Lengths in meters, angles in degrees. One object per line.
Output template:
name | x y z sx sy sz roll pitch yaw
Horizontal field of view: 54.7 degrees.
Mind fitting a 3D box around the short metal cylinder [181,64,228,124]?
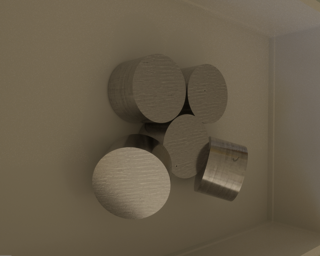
short metal cylinder | 0.049 -0.046 0.432 0.081 0.050 0.079 0 90 -40

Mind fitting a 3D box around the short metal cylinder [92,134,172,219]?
short metal cylinder | -0.028 0.051 0.340 0.050 0.080 0.080 -76 151 -75

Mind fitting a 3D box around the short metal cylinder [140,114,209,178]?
short metal cylinder | 0.018 0.022 0.403 0.081 0.050 0.079 0 90 -40

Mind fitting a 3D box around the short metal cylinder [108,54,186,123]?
short metal cylinder | -0.015 -0.046 0.376 0.081 0.050 0.079 0 90 -40

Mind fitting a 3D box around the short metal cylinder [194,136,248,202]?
short metal cylinder | 0.083 0.057 0.433 0.050 0.080 0.080 16 77 1
